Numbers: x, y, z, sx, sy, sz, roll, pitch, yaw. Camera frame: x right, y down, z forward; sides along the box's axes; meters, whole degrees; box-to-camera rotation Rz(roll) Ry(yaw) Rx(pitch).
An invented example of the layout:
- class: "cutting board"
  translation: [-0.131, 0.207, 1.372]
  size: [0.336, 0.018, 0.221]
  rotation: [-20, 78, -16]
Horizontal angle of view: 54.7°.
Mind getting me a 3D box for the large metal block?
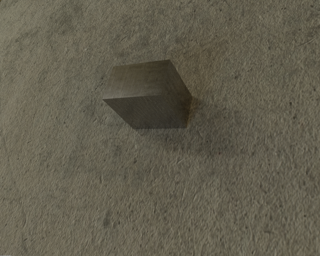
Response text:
- class: "large metal block"
  translation: [-0.013, -0.039, 0.400]
  size: [0.080, 0.080, 0.050]
  rotation: [-1, 61, 27]
